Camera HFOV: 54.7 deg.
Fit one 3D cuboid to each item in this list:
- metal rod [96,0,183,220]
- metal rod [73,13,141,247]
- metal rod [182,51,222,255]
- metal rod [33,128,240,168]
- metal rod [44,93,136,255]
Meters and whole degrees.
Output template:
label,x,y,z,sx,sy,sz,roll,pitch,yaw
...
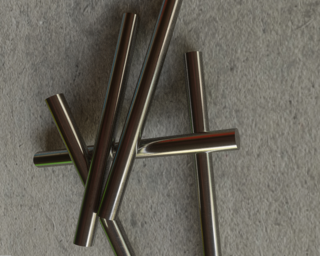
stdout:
label,x,y,z,sx,sy,sz,roll,pitch,yaw
metal rod,-0.021,-0.037,0.383,0.025,0.025,0.299,14,82,19
metal rod,-0.065,-0.006,0.396,0.025,0.025,0.299,7,79,19
metal rod,0.055,0.054,0.389,0.025,0.025,0.298,-6,88,19
metal rod,-0.048,0.030,0.408,0.300,0.025,0.025,-8,88,25
metal rod,-0.078,0.097,0.408,0.025,0.025,0.299,-23,93,18
